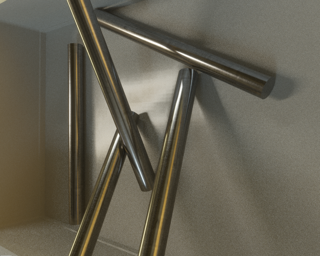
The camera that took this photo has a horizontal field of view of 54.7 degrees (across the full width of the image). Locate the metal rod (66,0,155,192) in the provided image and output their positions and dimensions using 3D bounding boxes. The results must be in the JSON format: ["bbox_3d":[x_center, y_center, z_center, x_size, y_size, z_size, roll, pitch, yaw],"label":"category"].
[{"bbox_3d":[-0.061,-0.056,0.376,0.025,0.025,0.298,-5,112,39],"label":"metal rod"}]

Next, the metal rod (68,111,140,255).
[{"bbox_3d":[-0.079,0.108,0.370,0.025,0.025,0.300,-9,52,39],"label":"metal rod"}]

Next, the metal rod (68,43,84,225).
[{"bbox_3d":[-0.141,0.010,0.519,0.025,0.025,0.298,-1,89,39],"label":"metal rod"}]

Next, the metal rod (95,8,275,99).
[{"bbox_3d":[0.006,-0.107,0.399,0.300,0.025,0.025,33,110,34],"label":"metal rod"}]

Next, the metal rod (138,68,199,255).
[{"bbox_3d":[0.004,0.068,0.318,0.025,0.025,0.299,-8,59,39],"label":"metal rod"}]
